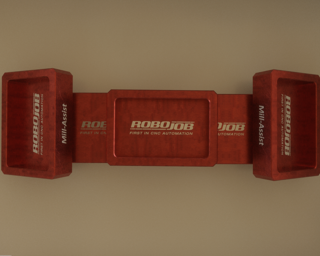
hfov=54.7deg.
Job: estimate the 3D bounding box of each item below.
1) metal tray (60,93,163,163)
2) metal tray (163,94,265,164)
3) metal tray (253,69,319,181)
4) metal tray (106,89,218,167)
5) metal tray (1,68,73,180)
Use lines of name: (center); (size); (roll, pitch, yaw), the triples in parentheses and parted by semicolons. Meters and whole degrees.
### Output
metal tray: (-0.062, 0.000, 0.408); (0.131, 0.030, 0.089); (0, 90, 0)
metal tray: (0.069, 0.001, 0.408); (0.131, 0.030, 0.089); (0, 90, 0)
metal tray: (0.160, -0.003, 0.389); (0.091, 0.030, 0.129); (0, 90, -28)
metal tray: (0.003, 0.000, 0.377); (0.131, 0.030, 0.089); (1, 89, 0)
metal tray: (-0.155, -0.005, 0.388); (0.090, 0.030, 0.129); (1, 90, 25)
